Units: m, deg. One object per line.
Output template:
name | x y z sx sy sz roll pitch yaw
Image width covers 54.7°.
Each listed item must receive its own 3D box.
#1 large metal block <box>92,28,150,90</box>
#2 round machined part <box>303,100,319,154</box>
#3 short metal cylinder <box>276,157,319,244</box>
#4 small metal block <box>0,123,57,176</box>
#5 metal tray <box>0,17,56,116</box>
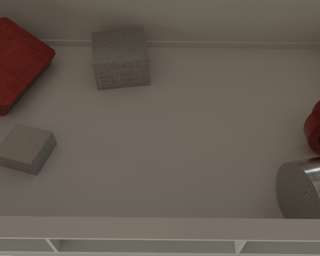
large metal block | -0.060 -0.107 0.478 0.081 0.050 0.080 -7 50 -6
round machined part | 0.223 -0.010 0.369 0.099 0.097 0.042 1 50 0
short metal cylinder | 0.161 0.070 0.313 0.050 0.080 0.080 -9 51 -8
small metal block | -0.165 0.026 0.381 0.050 0.025 0.050 12 51 10
metal tray | -0.225 -0.092 0.447 0.090 0.030 0.130 35 51 -15
